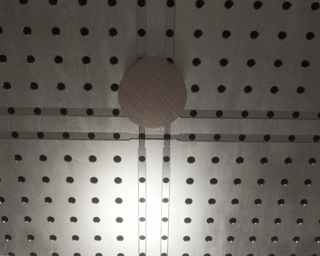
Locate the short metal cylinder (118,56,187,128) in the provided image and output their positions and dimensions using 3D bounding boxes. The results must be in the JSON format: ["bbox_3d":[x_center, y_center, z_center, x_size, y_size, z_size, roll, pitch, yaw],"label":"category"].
[{"bbox_3d":[-0.009,-0.046,0.383,0.081,0.050,0.079,0,110,-1],"label":"short metal cylinder"}]
